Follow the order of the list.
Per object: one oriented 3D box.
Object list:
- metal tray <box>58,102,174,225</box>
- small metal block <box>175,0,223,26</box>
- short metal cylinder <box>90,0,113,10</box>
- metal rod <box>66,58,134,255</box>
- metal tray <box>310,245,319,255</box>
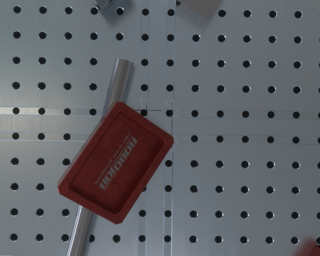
[{"bbox_3d":[-0.054,0.043,0.390,0.090,0.030,0.130,35,83,-17],"label":"metal tray"},{"bbox_3d":[0.056,-0.174,0.414,0.050,0.025,0.050,31,90,0],"label":"small metal block"},{"bbox_3d":[-0.081,-0.196,0.385,0.050,0.080,0.080,-40,90,0],"label":"short metal cylinder"},{"bbox_3d":[-0.083,0.056,0.412,0.025,0.025,0.298,14,90,0],"label":"metal rod"},{"bbox_3d":[0.219,0.237,0.412,0.090,0.030,0.130,35,90,0],"label":"metal tray"}]
